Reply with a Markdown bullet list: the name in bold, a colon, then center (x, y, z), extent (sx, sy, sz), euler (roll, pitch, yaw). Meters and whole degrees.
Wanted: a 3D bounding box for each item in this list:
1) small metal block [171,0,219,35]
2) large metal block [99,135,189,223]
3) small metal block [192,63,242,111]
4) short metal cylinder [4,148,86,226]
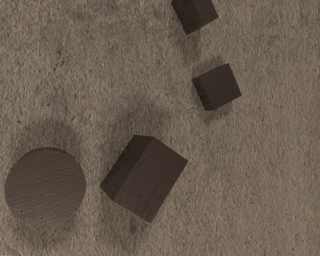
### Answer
- **small metal block**: center (0.045, -0.158, 0.413), extent (0.025, 0.050, 0.050), euler (-31, 101, -18)
- **large metal block**: center (-0.022, 0.056, 0.373), extent (0.050, 0.080, 0.080), euler (37, 78, -17)
- **small metal block**: center (0.081, -0.058, 0.440), extent (0.050, 0.025, 0.050), euler (-28, 100, -18)
- **short metal cylinder**: center (-0.128, 0.063, 0.349), extent (0.081, 0.050, 0.079), euler (0, 90, -21)
